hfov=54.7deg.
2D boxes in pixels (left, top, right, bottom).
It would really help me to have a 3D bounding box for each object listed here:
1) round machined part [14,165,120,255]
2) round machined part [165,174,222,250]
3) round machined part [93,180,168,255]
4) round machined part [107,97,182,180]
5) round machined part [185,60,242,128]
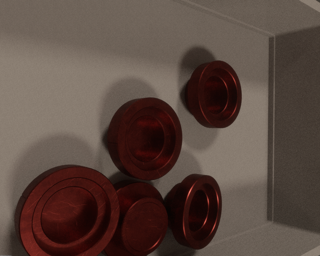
[{"bbox_3d":[-0.094,0.086,0.314,0.099,0.042,0.097,1,89,-35],"label":"round machined part"},{"bbox_3d":[0.043,0.112,0.427,0.099,0.042,0.097,-2,92,-51],"label":"round machined part"},{"bbox_3d":[-0.029,0.114,0.373,0.099,0.042,0.097,0,90,-40],"label":"round machined part"},{"bbox_3d":[-0.022,0.013,0.379,0.099,0.042,0.097,0,90,-40],"label":"round machined part"},{"bbox_3d":[0.075,-0.049,0.461,0.099,0.042,0.097,0,90,-40],"label":"round machined part"}]
